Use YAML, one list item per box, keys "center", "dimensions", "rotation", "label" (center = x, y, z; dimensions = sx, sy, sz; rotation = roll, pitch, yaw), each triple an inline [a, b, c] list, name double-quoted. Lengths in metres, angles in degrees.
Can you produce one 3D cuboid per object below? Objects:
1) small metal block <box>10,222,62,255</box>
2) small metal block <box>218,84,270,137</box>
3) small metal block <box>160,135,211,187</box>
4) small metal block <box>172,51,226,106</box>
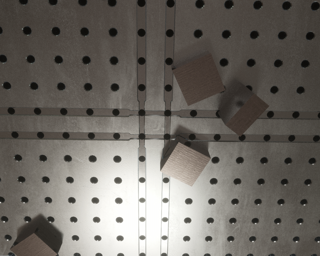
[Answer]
- center: [-0.190, 0.182, 0.478]
  dimensions: [0.050, 0.025, 0.050]
  rotation: [-35, 107, 11]
  label: "small metal block"
- center: [0.104, -0.023, 0.393]
  dimensions: [0.025, 0.050, 0.050]
  rotation: [37, 106, -13]
  label: "small metal block"
- center: [0.034, 0.046, 0.431]
  dimensions: [0.050, 0.025, 0.050]
  rotation: [27, 108, -10]
  label: "small metal block"
- center: [0.048, -0.063, 0.391]
  dimensions: [0.050, 0.025, 0.050]
  rotation: [-23, 109, 8]
  label: "small metal block"
